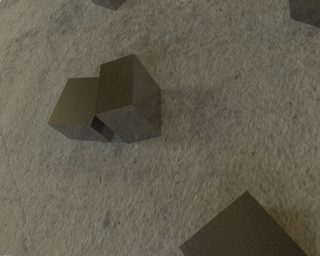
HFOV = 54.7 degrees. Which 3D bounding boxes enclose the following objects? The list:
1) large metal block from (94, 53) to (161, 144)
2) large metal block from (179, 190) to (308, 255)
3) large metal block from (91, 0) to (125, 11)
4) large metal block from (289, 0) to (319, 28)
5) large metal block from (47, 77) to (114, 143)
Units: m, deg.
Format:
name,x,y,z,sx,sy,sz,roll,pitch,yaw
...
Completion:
name,x,y,z,sx,sy,sz,roll,pitch,yaw
large metal block,-0.038,-0.036,0.409,0.050,0.080,0.080,-14,56,20
large metal block,0.078,0.118,0.274,0.080,0.050,0.080,-40,51,0
large metal block,-0.098,-0.287,0.613,0.080,0.050,0.080,33,80,37
large metal block,0.203,-0.183,0.374,0.080,0.080,0.050,-47,52,-5
large metal block,-0.105,-0.028,0.458,0.080,0.050,0.080,3,63,29
